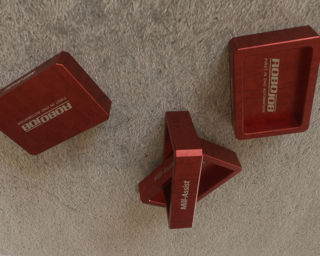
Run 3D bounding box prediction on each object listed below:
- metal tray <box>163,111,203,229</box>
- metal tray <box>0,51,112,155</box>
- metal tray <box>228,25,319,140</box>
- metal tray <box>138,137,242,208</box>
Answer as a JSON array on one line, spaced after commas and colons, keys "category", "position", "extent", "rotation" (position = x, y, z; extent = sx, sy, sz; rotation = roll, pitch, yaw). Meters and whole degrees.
[{"category": "metal tray", "position": [0.024, 0.054, 0.400], "extent": [0.030, 0.090, 0.129], "rotation": [-2, 124, -6]}, {"category": "metal tray", "position": [-0.138, -0.025, 0.381], "extent": [0.130, 0.030, 0.090], "rotation": [-25, 126, 19]}, {"category": "metal tray", "position": [0.131, -0.047, 0.364], "extent": [0.090, 0.030, 0.129], "rotation": [-8, 130, 6]}, {"category": "metal tray", "position": [0.041, 0.072, 0.452], "extent": [0.091, 0.030, 0.129], "rotation": [22, 128, -35]}]
